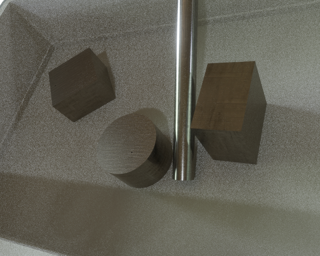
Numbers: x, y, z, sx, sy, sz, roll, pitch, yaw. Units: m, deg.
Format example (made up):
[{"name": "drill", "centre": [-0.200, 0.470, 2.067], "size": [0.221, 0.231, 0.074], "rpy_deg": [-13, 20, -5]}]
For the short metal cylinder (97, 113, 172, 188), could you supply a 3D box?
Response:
[{"name": "short metal cylinder", "centre": [-0.031, 0.029, 0.387], "size": [0.080, 0.050, 0.080], "rpy_deg": [-13, 56, 20]}]

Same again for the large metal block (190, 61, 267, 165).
[{"name": "large metal block", "centre": [0.079, -0.015, 0.337], "size": [0.050, 0.080, 0.080], "rpy_deg": [4, 64, 29]}]

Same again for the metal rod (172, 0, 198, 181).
[{"name": "metal rod", "centre": [0.031, -0.090, 0.364], "size": [0.025, 0.025, 0.298], "rpy_deg": [0, 87, 28]}]

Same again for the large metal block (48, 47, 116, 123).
[{"name": "large metal block", "centre": [-0.126, -0.069, 0.496], "size": [0.080, 0.050, 0.080], "rpy_deg": [-29, 52, 9]}]
